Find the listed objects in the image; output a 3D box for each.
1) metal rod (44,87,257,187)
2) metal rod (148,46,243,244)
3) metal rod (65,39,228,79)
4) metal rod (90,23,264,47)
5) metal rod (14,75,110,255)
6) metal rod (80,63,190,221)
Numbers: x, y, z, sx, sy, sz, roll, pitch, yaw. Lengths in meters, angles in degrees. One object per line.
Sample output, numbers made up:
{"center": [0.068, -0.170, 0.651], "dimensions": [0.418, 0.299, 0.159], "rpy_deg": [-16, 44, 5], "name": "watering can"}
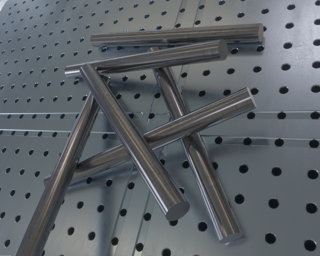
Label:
{"center": [-0.029, 0.024, 0.386], "dimensions": [0.300, 0.025, 0.025], "rpy_deg": [-24, 53, 22], "name": "metal rod"}
{"center": [0.031, -0.004, 0.395], "dimensions": [0.025, 0.025, 0.300], "rpy_deg": [-28, 52, 11], "name": "metal rod"}
{"center": [-0.042, -0.097, 0.465], "dimensions": [0.300, 0.025, 0.025], "rpy_deg": [2, 62, 38], "name": "metal rod"}
{"center": [0.008, -0.144, 0.493], "dimensions": [0.300, 0.025, 0.025], "rpy_deg": [7, 66, 31], "name": "metal rod"}
{"center": [-0.117, 0.035, 0.410], "dimensions": [0.025, 0.025, 0.300], "rpy_deg": [-9, 45, 23], "name": "metal rod"}
{"center": [-0.049, -0.008, 0.386], "dimensions": [0.025, 0.025, 0.300], "rpy_deg": [-40, 45, 1], "name": "metal rod"}
